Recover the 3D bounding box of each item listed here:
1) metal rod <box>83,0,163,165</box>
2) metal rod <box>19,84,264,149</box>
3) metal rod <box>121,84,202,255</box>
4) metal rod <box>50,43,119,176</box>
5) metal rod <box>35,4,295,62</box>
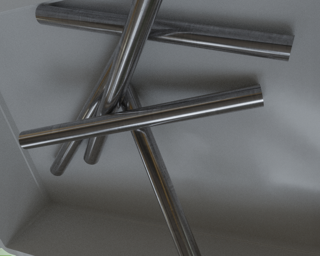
[{"bbox_3d":[-0.058,-0.036,0.379,0.025,0.025,0.298,36,139,4],"label":"metal rod"},{"bbox_3d":[-0.034,-0.009,0.370,0.301,0.025,0.025,-10,114,15],"label":"metal rod"},{"bbox_3d":[0.009,0.086,0.379,0.025,0.025,0.299,-29,79,37],"label":"metal rod"},{"bbox_3d":[-0.108,-0.010,0.448,0.025,0.025,0.298,41,132,0],"label":"metal rod"},{"bbox_3d":[-0.012,-0.110,0.345,0.301,0.025,0.025,14,124,19],"label":"metal rod"}]
